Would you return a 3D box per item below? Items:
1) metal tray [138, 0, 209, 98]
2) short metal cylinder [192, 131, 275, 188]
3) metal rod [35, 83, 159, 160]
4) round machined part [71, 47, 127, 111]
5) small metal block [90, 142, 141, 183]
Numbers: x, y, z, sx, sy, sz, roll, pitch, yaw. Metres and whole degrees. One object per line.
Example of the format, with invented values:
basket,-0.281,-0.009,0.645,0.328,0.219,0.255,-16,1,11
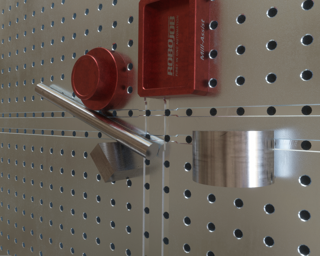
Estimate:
metal tray,0.015,-0.104,0.391,0.090,0.030,0.129,1,91,39
short metal cylinder,0.073,0.027,0.312,0.080,0.081,0.050,0,90,39
metal rod,-0.119,-0.021,0.504,0.300,0.025,0.025,26,106,36
round machined part,-0.100,-0.076,0.478,0.098,0.042,0.097,0,90,39
small metal block,-0.064,0.047,0.443,0.025,0.050,0.050,-49,61,29
